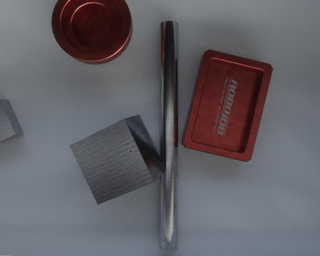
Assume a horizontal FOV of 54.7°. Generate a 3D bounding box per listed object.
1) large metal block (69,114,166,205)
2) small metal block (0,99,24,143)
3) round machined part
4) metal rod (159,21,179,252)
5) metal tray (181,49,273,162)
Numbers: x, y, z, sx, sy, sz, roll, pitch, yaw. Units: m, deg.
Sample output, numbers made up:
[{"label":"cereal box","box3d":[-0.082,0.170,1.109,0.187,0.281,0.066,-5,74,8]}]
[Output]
[{"label":"large metal block","box3d":[-0.051,0.038,0.387,0.080,0.050,0.080,-25,90,18]},{"label":"small metal block","box3d":[-0.218,-0.005,0.409,0.050,0.025,0.050,-24,90,-1]},{"label":"round machined part","box3d":[-0.084,-0.131,0.402,0.099,0.042,0.097,0,90,-1]},{"label":"metal rod","box3d":[0.012,0.011,0.411,0.025,0.025,0.298,0,90,-1]},{"label":"metal tray","box3d":[0.087,-0.029,0.410,0.091,0.030,0.129,14,90,-1]}]
